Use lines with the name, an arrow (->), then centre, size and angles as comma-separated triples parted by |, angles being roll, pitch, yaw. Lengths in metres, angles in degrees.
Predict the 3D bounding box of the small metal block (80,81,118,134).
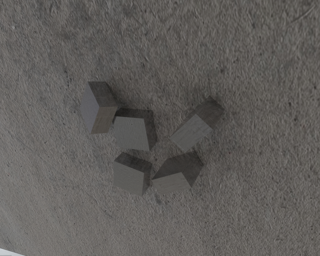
small metal block -> -0.084, -0.028, 0.418 | 0.050, 0.025, 0.050 | 59, 138, 33

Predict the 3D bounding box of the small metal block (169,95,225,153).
small metal block -> 0.044, -0.005, 0.364 | 0.025, 0.050, 0.050 | 44, 129, -2

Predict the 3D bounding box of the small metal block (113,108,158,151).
small metal block -> -0.035, 0.002, 0.426 | 0.050, 0.025, 0.050 | 5, 121, 25

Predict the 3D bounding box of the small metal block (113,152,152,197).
small metal block -> -0.043, 0.071, 0.473 | 0.050, 0.025, 0.050 | 19, 126, 17

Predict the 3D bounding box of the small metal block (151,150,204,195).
small metal block -> 0.024, 0.060, 0.415 | 0.050, 0.050, 0.025 | -21, 107, 36
